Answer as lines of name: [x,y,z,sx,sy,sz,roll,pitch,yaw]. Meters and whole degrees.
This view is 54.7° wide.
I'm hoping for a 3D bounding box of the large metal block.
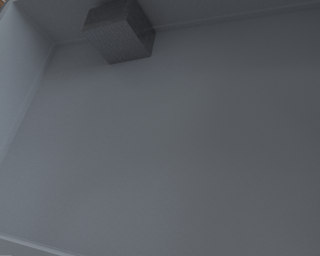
large metal block: [-0.064,-0.153,0.498,0.080,0.080,0.050,-5,60,26]
